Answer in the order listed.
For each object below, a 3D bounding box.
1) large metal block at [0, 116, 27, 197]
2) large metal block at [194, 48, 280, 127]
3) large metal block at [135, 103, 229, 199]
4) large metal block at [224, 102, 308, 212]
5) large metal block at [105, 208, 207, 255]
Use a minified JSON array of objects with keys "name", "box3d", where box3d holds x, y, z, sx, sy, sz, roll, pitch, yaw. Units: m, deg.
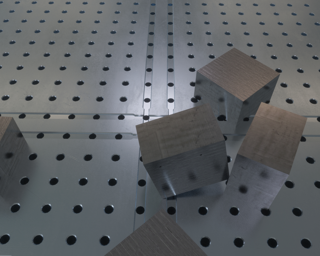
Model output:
[{"name":"large metal block","box3d":[-0.219,0.031,0.365,0.080,0.050,0.080,3,50,3]},{"name":"large metal block","box3d":[0.107,-0.060,0.443,0.080,0.050,0.080,-35,58,-26]},{"name":"large metal block","box3d":[0.027,0.028,0.339,0.080,0.080,0.050,-17,51,3]},{"name":"large metal block","box3d":[0.116,0.032,0.345,0.050,0.080,0.080,23,54,18]},{"name":"large metal block","box3d":[-0.001,0.135,0.278,0.080,0.050,0.080,-34,58,-25]}]
